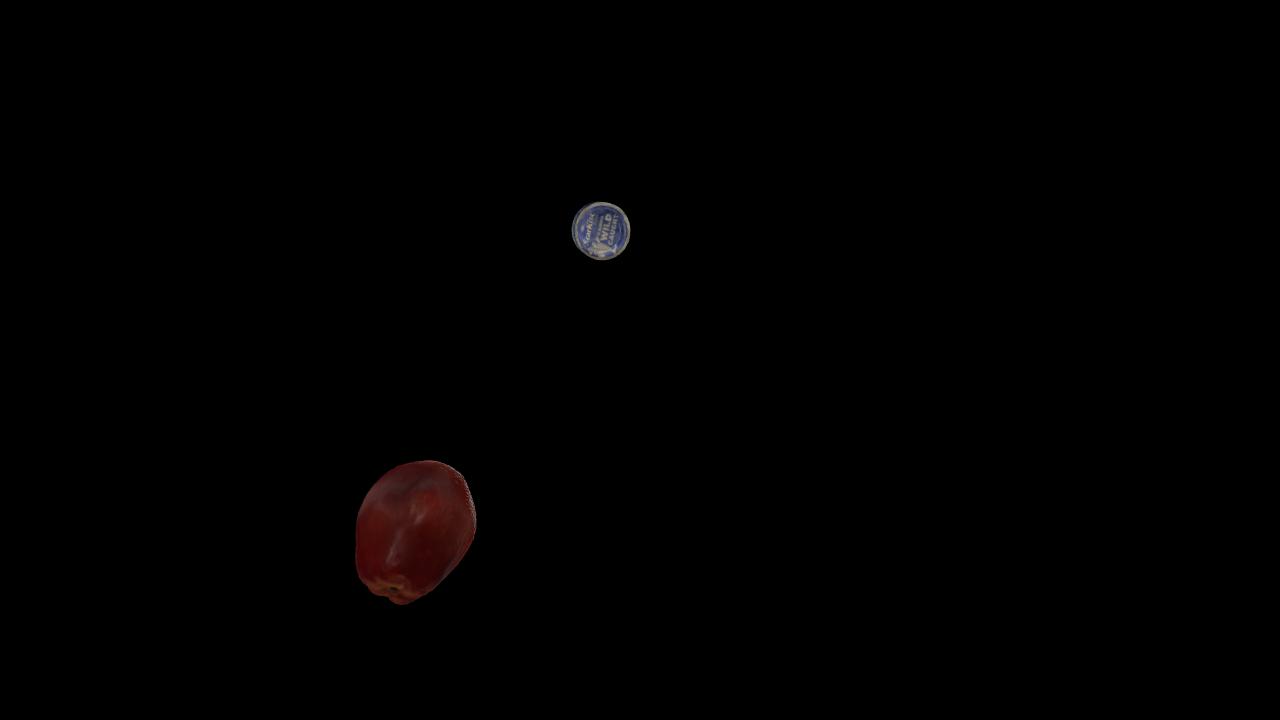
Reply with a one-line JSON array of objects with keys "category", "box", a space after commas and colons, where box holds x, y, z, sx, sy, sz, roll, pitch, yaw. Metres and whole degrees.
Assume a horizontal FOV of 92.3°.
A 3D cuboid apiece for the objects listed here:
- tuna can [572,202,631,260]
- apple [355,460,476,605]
[{"category": "tuna can", "box": [-0.059, -0.192, 0.911, 0.084, 0.084, 0.034, 0, 16, -18]}, {"category": "apple", "box": [-0.151, 0.113, 0.418, 0.079, 0.079, 0.093, 0, 44, 14]}]
